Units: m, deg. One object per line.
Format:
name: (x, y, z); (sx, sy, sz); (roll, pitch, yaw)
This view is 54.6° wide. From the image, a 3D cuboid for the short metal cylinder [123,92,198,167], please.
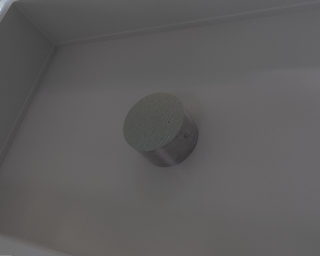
short metal cylinder: (0.002, 0.003, 0.388); (0.080, 0.050, 0.080); (-13, 56, 21)
